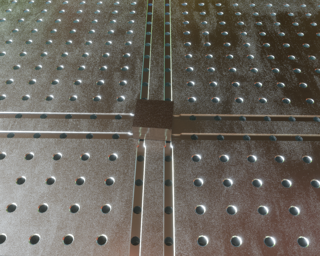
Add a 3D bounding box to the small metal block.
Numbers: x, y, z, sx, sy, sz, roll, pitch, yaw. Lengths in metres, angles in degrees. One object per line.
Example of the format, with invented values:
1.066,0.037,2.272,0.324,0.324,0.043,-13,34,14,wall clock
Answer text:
-0.008,-0.011,0.417,0.050,0.025,0.050,4,50,3,small metal block
